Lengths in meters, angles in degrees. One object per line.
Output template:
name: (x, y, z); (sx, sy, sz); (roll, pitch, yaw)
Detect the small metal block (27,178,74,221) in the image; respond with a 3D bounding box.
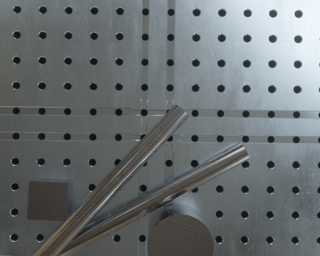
small metal block: (-0.145, 0.094, 0.412); (0.050, 0.025, 0.050); (3, 90, 0)

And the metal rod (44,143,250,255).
metal rod: (-0.020, 0.102, 0.413); (0.301, 0.025, 0.025); (-28, 90, 0)

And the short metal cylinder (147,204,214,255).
short metal cylinder: (0.025, 0.145, 0.401); (0.081, 0.050, 0.079); (0, 90, 0)

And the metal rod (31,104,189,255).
metal rod: (-0.074, 0.085, 0.398); (0.025, 0.025, 0.300); (44, 84, 0)
